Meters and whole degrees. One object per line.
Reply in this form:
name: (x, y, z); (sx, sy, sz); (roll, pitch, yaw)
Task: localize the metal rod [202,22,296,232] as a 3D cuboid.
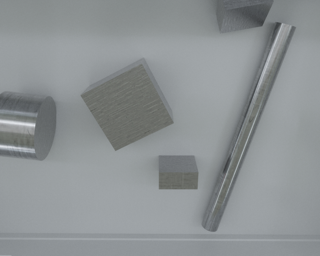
metal rod: (0.112, 0.013, 0.417); (0.025, 0.025, 0.298); (13, 109, -5)

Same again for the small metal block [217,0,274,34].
small metal block: (0.093, -0.134, 0.347); (0.050, 0.050, 0.025); (-9, 78, 3)

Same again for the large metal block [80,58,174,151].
large metal block: (-0.038, -0.030, 0.386); (0.080, 0.050, 0.080); (-26, 108, 9)

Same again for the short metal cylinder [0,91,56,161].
short metal cylinder: (-0.165, -0.002, 0.379); (0.050, 0.080, 0.079); (7, 110, -3)

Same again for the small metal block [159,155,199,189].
small metal block: (0.024, 0.059, 0.420); (0.050, 0.050, 0.025); (0, 110, -1)
